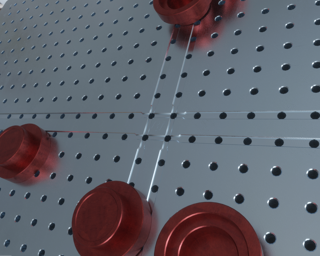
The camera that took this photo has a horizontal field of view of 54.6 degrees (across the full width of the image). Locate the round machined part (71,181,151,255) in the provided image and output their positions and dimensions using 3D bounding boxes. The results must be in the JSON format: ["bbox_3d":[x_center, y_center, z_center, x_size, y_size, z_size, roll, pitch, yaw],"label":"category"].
[{"bbox_3d":[-0.064,0.108,0.365,0.098,0.042,0.098,-13,56,21],"label":"round machined part"}]

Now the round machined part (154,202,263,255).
[{"bbox_3d":[0.047,0.124,0.293,0.098,0.042,0.098,-12,52,16],"label":"round machined part"}]

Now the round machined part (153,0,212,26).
[{"bbox_3d":[0.042,-0.206,0.500,0.098,0.042,0.098,-13,59,24],"label":"round machined part"}]

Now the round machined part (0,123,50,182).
[{"bbox_3d":[-0.230,0.035,0.499,0.098,0.042,0.098,-13,56,21],"label":"round machined part"}]
